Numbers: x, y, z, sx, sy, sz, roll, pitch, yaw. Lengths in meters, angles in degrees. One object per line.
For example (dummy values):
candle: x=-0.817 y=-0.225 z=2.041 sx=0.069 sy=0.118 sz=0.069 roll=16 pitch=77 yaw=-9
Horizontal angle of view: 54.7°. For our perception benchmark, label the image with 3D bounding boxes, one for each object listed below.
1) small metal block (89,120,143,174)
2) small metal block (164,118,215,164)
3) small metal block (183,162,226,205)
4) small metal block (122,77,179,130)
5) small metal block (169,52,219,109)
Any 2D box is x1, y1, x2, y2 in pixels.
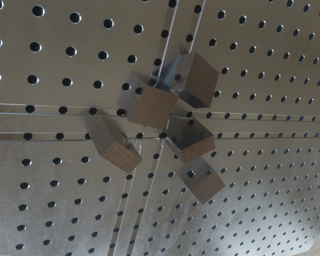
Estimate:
small metal block: x=-0.054 y=0.023 z=0.381 sx=0.025 sy=0.050 sz=0.050 roll=-46 pitch=130 yaw=3
small metal block: x=0.041 y=0.017 z=0.430 sx=0.050 sy=0.050 sz=0.025 roll=-24 pitch=128 yaw=-14
small metal block: x=0.073 y=0.092 z=0.510 sx=0.050 sy=0.025 sz=0.050 roll=-40 pitch=130 yaw=-2
small metal block: x=-0.011 y=-0.030 z=0.388 sx=0.050 sy=0.025 sz=0.050 roll=14 pitch=111 yaw=-34
small metal block: x=0.044 y=-0.058 z=0.386 sx=0.050 sy=0.025 sz=0.050 roll=30 pitch=70 yaw=-38
